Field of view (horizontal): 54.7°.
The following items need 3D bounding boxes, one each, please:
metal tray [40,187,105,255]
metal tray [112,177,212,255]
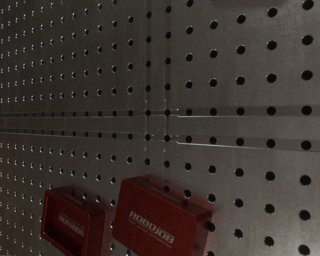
[{"bbox_3d":[-0.153,0.164,0.528,0.130,0.030,0.089,14,99,38],"label":"metal tray"},{"bbox_3d":[-0.003,0.128,0.407,0.130,0.030,0.089,19,102,38],"label":"metal tray"}]
